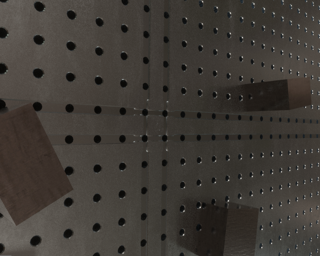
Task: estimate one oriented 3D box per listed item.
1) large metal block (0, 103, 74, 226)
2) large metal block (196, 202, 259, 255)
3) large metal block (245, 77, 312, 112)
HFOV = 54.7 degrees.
[{"bbox_3d":[-0.130,0.027,0.266,0.050,0.080,0.080,-32,111,-36],"label":"large metal block"},{"bbox_3d":[0.107,0.162,0.486,0.081,0.050,0.080,13,82,-40],"label":"large metal block"},{"bbox_3d":[0.211,-0.060,0.554,0.081,0.080,0.050,-12,98,-40],"label":"large metal block"}]
